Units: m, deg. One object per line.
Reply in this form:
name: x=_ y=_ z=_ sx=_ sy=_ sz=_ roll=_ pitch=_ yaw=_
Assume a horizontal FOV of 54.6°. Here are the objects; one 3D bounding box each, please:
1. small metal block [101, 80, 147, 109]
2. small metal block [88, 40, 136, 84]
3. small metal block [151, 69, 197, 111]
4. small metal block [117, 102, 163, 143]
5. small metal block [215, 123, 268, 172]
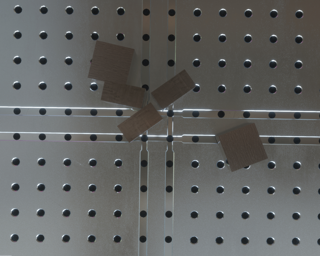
small metal block: x=-0.045 y=-0.041 z=0.401 sx=0.050 sy=0.050 sz=0.025 roll=11 pitch=91 yaw=0
small metal block: x=-0.063 y=-0.084 z=0.413 sx=0.050 sy=0.025 sz=0.050 roll=13 pitch=90 yaw=0
small metal block: x=0.017 y=-0.047 z=0.401 sx=0.050 sy=0.050 sz=0.025 roll=-35 pitch=90 yaw=0
small metal block: x=-0.024 y=-0.007 z=0.401 sx=0.050 sy=0.050 sz=0.025 roll=-35 pitch=90 yaw=0
small metal block: x=0.108 y=0.025 z=0.414 sx=0.050 sy=0.025 sz=0.050 roll=-21 pitch=90 yaw=0
